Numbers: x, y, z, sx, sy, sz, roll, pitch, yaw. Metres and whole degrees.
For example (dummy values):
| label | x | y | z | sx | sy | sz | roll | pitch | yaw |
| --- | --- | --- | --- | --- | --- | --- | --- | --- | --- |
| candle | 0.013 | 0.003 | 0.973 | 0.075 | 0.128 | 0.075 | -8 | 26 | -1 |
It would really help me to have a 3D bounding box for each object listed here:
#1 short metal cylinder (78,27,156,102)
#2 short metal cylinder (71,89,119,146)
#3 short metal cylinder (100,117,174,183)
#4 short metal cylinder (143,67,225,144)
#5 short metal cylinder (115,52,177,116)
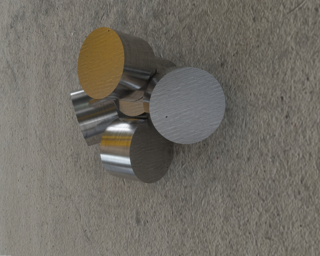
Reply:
| label | x | y | z | sx | sy | sz | roll | pitch | yaw |
| --- | --- | --- | --- | --- | --- | --- | --- | --- | --- |
| short metal cylinder | -0.052 | -0.072 | 0.365 | 0.080 | 0.050 | 0.079 | 0 | 90 | 39 |
| short metal cylinder | -0.087 | -0.020 | 0.433 | 0.080 | 0.050 | 0.080 | 163 | 89 | -81 |
| short metal cylinder | -0.027 | 0.026 | 0.390 | 0.050 | 0.081 | 0.079 | 2 | 92 | 40 |
| short metal cylinder | 0.024 | -0.027 | 0.341 | 0.050 | 0.081 | 0.079 | -132 | 53 | -74 |
| short metal cylinder | -0.017 | -0.054 | 0.402 | 0.080 | 0.050 | 0.079 | 0 | 90 | 39 |
